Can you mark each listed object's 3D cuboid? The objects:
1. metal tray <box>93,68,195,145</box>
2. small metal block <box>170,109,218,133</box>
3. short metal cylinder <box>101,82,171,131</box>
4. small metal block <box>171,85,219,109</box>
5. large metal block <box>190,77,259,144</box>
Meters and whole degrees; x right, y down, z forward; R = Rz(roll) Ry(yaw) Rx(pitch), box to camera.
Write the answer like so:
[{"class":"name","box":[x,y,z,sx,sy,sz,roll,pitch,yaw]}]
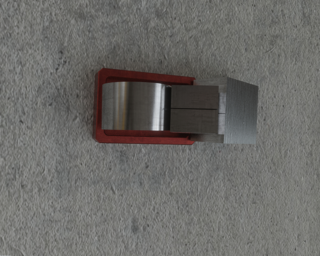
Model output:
[{"class":"metal tray","box":[-0.018,-0.025,0.401,0.131,0.030,0.089,2,89,-20]},{"class":"small metal block","box":[0.039,-0.007,0.355,0.050,0.050,0.025,2,88,6]},{"class":"short metal cylinder","box":[-0.026,-0.023,0.358,0.081,0.080,0.050,1,90,-20]},{"class":"small metal block","box":[0.040,-0.032,0.356,0.050,0.050,0.025,2,88,6]},{"class":"large metal block","box":[0.088,-0.020,0.414,0.081,0.050,0.080,4,89,-46]}]
